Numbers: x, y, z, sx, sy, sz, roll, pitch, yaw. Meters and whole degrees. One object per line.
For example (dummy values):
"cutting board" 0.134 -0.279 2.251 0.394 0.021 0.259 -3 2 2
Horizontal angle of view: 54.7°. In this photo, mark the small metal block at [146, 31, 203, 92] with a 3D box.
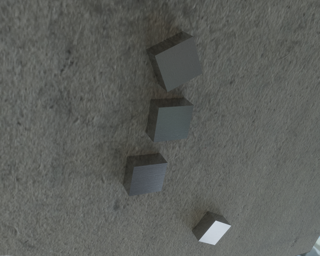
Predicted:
"small metal block" 0.018 -0.079 0.369 0.050 0.025 0.050 -29 129 -10

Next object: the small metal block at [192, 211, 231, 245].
"small metal block" 0.096 0.188 0.578 0.050 0.025 0.050 29 102 -38

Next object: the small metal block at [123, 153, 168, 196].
"small metal block" -0.021 0.065 0.437 0.050 0.025 0.050 -3 120 -27

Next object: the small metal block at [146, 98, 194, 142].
"small metal block" 0.012 -0.011 0.408 0.050 0.025 0.050 -6 121 -26
